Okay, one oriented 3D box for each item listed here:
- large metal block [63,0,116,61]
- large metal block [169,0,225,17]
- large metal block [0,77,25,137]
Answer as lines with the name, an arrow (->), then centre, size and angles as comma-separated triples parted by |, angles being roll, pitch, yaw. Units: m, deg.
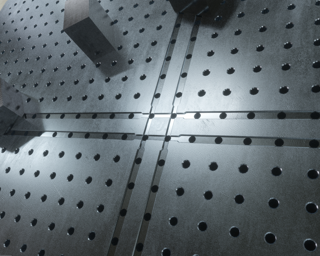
large metal block -> -0.123, -0.181, 0.551 | 0.050, 0.080, 0.080 | -21, 54, 16
large metal block -> 0.066, -0.232, 0.501 | 0.080, 0.050, 0.080 | 26, 76, 37
large metal block -> -0.304, -0.033, 0.574 | 0.080, 0.050, 0.080 | -33, 51, 6
